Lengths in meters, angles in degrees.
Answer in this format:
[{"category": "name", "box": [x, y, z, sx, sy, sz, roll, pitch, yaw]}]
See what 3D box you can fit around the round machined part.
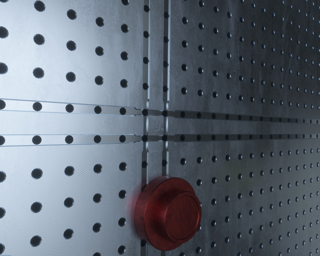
[{"category": "round machined part", "box": [0.018, 0.115, 0.416, 0.099, 0.042, 0.097, 0, 90, -40]}]
